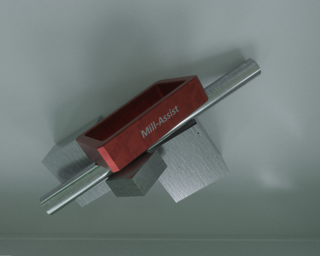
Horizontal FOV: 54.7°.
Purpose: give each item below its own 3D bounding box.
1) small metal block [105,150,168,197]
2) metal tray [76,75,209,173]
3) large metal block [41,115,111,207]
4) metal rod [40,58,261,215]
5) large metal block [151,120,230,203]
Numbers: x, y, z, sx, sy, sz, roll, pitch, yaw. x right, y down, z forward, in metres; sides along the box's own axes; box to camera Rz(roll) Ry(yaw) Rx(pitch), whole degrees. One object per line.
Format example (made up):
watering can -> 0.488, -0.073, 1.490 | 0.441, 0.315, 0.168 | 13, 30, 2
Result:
small metal block -> -0.028, 0.054, 0.364 | 0.050, 0.050, 0.025 | -14, 114, 44
metal tray -> -0.021, -0.010, 0.343 | 0.131, 0.090, 0.030 | -38, 110, -21
large metal block -> -0.091, 0.043, 0.409 | 0.080, 0.050, 0.080 | -32, 107, 10
metal rod -> -0.007, 0.007, 0.373 | 0.301, 0.025, 0.025 | -34, 108, -5
large metal block -> 0.033, 0.038, 0.411 | 0.080, 0.050, 0.080 | -32, 107, 10
